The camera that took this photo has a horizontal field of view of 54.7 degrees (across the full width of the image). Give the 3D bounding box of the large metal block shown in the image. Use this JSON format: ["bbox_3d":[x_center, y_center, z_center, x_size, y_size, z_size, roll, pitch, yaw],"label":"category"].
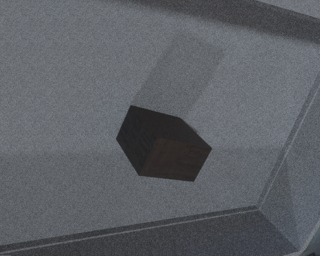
[{"bbox_3d":[0.003,0.019,0.385,0.081,0.080,0.050,13,112,-34],"label":"large metal block"}]
